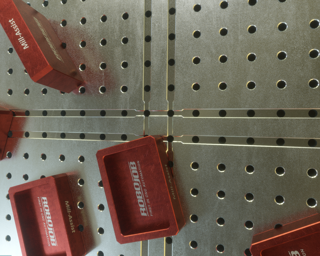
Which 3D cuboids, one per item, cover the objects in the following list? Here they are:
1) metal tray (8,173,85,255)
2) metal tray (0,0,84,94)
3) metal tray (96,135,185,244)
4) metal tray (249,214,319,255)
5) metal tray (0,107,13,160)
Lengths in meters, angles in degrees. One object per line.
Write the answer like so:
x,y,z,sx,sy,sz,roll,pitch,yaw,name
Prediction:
-0.173,0.143,0.471,0.090,0.030,0.129,-17,84,19,metal tray
-0.169,-0.116,0.436,0.030,0.090,0.130,-34,79,9,metal tray
-0.028,0.082,0.420,0.090,0.030,0.129,-16,85,19,metal tray
0.171,0.175,0.349,0.090,0.030,0.130,-27,81,18,metal tray
-0.317,-0.005,0.522,0.130,0.030,0.090,20,97,19,metal tray
